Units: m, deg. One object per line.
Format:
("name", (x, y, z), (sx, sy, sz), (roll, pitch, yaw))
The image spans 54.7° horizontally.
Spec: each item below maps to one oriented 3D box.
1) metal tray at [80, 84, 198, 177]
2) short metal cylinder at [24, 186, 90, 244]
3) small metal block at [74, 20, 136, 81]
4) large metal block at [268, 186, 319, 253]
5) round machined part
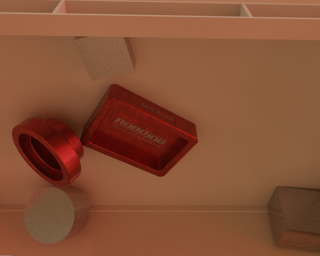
("metal tray", (-0.027, 0.009, 0.412), (0.131, 0.030, 0.090), (26, 125, -21))
("short metal cylinder", (-0.155, 0.130, 0.472), (0.080, 0.080, 0.050), (-13, 169, 10))
("small metal block", (-0.058, -0.084, 0.337), (0.050, 0.025, 0.050), (-10, 130, 8))
("large metal block", (0.226, 0.145, 0.494), (0.080, 0.080, 0.050), (8, 130, 2))
("round machined part", (-0.138, 0.026, 0.399), (0.098, 0.042, 0.097), (23, 136, 24))
